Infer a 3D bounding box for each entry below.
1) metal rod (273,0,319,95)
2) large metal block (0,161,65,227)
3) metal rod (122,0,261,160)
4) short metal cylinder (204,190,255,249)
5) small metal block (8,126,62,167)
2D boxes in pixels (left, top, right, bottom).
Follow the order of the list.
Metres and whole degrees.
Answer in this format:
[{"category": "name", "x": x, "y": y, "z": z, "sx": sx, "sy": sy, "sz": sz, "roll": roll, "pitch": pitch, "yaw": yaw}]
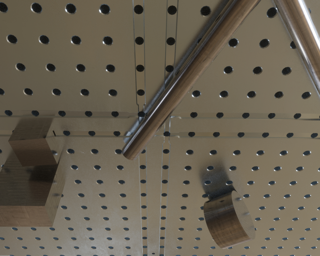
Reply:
[{"category": "metal rod", "x": 0.208, "y": -0.044, "z": 0.377, "sx": 0.025, "sy": 0.025, "sz": 0.300, "roll": -30, "pitch": 125, "yaw": 22}, {"category": "large metal block", "x": -0.193, "y": 0.096, "z": 0.454, "sx": 0.081, "sy": 0.080, "sz": 0.050, "roll": 1, "pitch": 130, "yaw": -1}, {"category": "metal rod", "x": 0.034, "y": -0.062, "z": 0.359, "sx": 0.025, "sy": 0.025, "sz": 0.298, "roll": 24, "pitch": 126, "yaw": -20}, {"category": "short metal cylinder", "x": 0.113, "y": 0.149, "z": 0.504, "sx": 0.050, "sy": 0.080, "sz": 0.080, "roll": -28, "pitch": 125, "yaw": 21}, {"category": "small metal block", "x": -0.172, "y": 0.026, "z": 0.431, "sx": 0.050, "sy": 0.025, "sz": 0.050, "roll": -5, "pitch": 130, "yaw": 3}]
